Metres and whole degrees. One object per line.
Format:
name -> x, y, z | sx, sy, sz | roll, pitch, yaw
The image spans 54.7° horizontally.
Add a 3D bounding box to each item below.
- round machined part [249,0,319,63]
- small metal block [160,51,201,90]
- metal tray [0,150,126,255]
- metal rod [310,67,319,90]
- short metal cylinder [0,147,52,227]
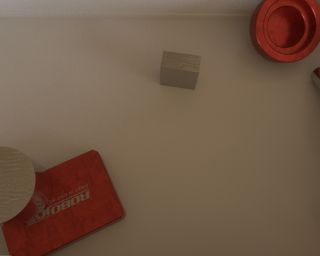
round machined part -> 0.174, -0.142, 0.440 | 0.099, 0.042, 0.097 | -1, 100, -7
small metal block -> 0.027, -0.078, 0.425 | 0.050, 0.050, 0.025 | 8, 71, 3
metal tray -> -0.118, 0.094, 0.371 | 0.131, 0.030, 0.090 | -24, 72, -9
metal rod -> 0.247, 0.028, 0.338 | 0.025, 0.025, 0.300 | -7, 46, -3
short metal cylinder -> -0.167, 0.066, 0.338 | 0.081, 0.050, 0.080 | 0, 70, 0
